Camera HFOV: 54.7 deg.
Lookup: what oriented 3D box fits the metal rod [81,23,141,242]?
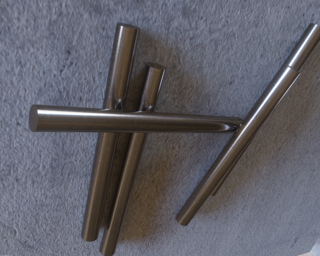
[{"bbox_3d":[-0.067,0.024,0.386,0.025,0.025,0.298,0,119,-29],"label":"metal rod"}]

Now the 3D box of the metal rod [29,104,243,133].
[{"bbox_3d":[0.002,-0.007,0.374,0.302,0.025,0.025,1,118,-40],"label":"metal rod"}]

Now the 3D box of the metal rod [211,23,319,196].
[{"bbox_3d":[0.154,-0.019,0.481,0.025,0.025,0.298,19,108,-36],"label":"metal rod"}]

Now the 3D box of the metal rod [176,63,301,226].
[{"bbox_3d":[0.104,0.040,0.462,0.025,0.025,0.298,11,121,-33],"label":"metal rod"}]

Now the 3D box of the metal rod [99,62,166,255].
[{"bbox_3d":[-0.043,0.058,0.420,0.025,0.025,0.298,2,118,-30],"label":"metal rod"}]
